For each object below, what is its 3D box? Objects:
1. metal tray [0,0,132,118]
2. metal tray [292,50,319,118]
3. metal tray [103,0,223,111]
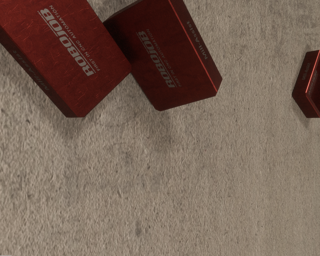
[{"bbox_3d":[-0.098,-0.085,0.320,0.090,0.030,0.130,-51,120,-28],"label":"metal tray"},{"bbox_3d":[0.346,-0.098,0.695,0.090,0.030,0.130,41,65,-33],"label":"metal tray"},{"bbox_3d":[0.005,-0.087,0.364,0.130,0.090,0.030,56,39,-26],"label":"metal tray"}]
